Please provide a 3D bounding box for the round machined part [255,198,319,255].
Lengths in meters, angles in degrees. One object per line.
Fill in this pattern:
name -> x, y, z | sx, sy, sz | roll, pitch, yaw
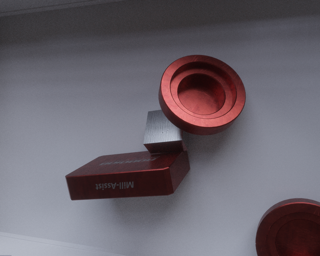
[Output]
round machined part -> 0.159, 0.127, 0.346 | 0.098, 0.042, 0.097 | 0, 90, 19

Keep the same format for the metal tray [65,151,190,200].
metal tray -> -0.037, 0.055, 0.385 | 0.130, 0.090, 0.030 | -7, 99, 19

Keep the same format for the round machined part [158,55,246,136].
round machined part -> 0.047, -0.035, 0.368 | 0.099, 0.042, 0.098 | 3, 64, -6

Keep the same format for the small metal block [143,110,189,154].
small metal block -> 0.010, 0.003, 0.394 | 0.050, 0.025, 0.050 | -7, 54, 19
